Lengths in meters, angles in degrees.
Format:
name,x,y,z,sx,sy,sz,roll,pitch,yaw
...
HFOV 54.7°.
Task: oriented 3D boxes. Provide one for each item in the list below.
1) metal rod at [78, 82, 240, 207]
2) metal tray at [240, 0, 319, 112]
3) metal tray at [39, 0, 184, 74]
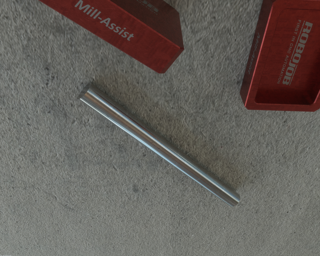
name,x,y,z,sx,sy,sz,roll,pitch,yaw
metal rod,0.016,0.037,0.438,0.025,0.025,0.301,-37,122,27
metal tray,0.147,-0.079,0.339,0.091,0.030,0.129,2,130,-2
metal tray,-0.042,-0.110,0.269,0.131,0.090,0.030,28,125,-22
